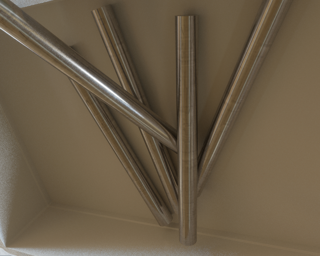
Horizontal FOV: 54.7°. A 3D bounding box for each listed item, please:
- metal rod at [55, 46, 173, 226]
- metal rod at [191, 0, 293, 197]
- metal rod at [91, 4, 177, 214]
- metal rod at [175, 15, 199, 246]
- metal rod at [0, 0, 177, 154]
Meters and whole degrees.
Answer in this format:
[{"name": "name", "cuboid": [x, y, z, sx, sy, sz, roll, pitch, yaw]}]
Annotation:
[{"name": "metal rod", "cuboid": [-0.060, 0.022, 0.452, 0.025, 0.025, 0.299, -18, 110, 34]}, {"name": "metal rod", "cuboid": [0.080, -0.026, 0.349, 0.025, 0.025, 0.298, 25, 127, 12]}, {"name": "metal rod", "cuboid": [-0.018, -0.009, 0.411, 0.025, 0.025, 0.298, -8, 115, 31]}, {"name": "metal rod", "cuboid": [0.034, 0.020, 0.379, 0.025, 0.025, 0.298, 8, 115, 23]}, {"name": "metal rod", "cuboid": [-0.068, -0.049, 0.321, 0.025, 0.025, 0.301, -22, 137, 36]}]
